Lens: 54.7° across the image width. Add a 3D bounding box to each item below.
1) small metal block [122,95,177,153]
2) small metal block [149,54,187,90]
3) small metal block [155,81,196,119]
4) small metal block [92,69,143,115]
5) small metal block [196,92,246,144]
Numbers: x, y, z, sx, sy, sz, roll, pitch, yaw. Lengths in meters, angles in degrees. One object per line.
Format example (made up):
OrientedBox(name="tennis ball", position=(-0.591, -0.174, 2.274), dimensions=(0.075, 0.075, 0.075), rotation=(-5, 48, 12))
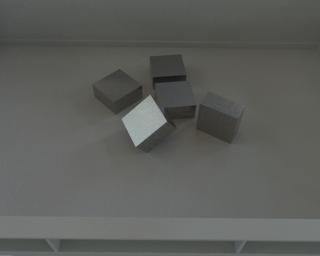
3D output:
OrientedBox(name="small metal block", position=(-0.014, -0.005, 0.394), dimensions=(0.050, 0.025, 0.050), rotation=(-39, 54, 12))
OrientedBox(name="small metal block", position=(0.011, -0.087, 0.478), dimensions=(0.050, 0.025, 0.050), rotation=(-5, 50, -5))
OrientedBox(name="small metal block", position=(0.021, -0.039, 0.439), dimensions=(0.050, 0.025, 0.050), rotation=(-5, 50, -5))
OrientedBox(name="small metal block", position=(-0.061, -0.053, 0.449), dimensions=(0.050, 0.025, 0.050), rotation=(-36, 59, -27))
OrientedBox(name="small metal block", position=(0.077, -0.013, 0.401), dimensions=(0.050, 0.050, 0.025), rotation=(24, 54, 19))
